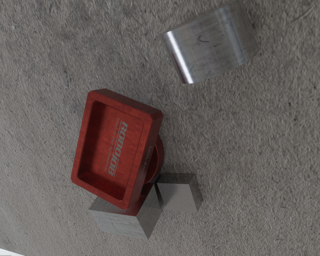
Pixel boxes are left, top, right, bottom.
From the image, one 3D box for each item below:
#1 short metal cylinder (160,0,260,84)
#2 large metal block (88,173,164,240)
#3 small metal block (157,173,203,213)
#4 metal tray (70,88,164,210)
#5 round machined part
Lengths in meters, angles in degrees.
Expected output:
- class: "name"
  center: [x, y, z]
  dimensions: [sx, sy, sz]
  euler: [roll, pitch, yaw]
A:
- class: "short metal cylinder"
  center: [0.047, -0.083, 0.295]
  dimensions: [0.080, 0.080, 0.050]
  euler: [-14, 111, 34]
- class: "large metal block"
  center: [-0.043, 0.111, 0.459]
  dimensions: [0.080, 0.080, 0.050]
  euler: [-1, 126, 28]
- class: "small metal block"
  center: [0.030, 0.093, 0.449]
  dimensions: [0.050, 0.025, 0.050]
  euler: [-4, 117, 30]
- class: "metal tray"
  center: [-0.057, 0.026, 0.388]
  dimensions: [0.090, 0.030, 0.129]
  euler: [23, 110, 18]
- class: "round machined part"
  center: [-0.047, 0.037, 0.427]
  dimensions: [0.098, 0.042, 0.097]
  euler: [6, 104, 23]
